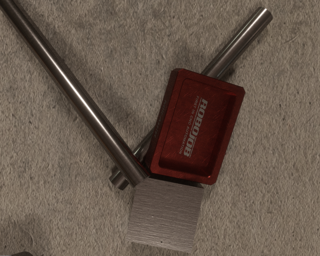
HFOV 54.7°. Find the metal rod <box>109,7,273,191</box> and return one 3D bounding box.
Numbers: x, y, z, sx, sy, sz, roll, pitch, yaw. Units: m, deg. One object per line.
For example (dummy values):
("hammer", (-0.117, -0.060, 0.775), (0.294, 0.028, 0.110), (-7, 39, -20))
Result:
("metal rod", (0.041, -0.039, 0.410), (0.025, 0.025, 0.300), (41, 90, -1))

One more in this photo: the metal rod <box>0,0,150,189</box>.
("metal rod", (-0.113, -0.053, 0.383), (0.025, 0.025, 0.300), (-38, 80, 0))

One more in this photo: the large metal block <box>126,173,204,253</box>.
("large metal block", (0.006, 0.104, 0.398), (0.080, 0.050, 0.080), (11, 90, -1))

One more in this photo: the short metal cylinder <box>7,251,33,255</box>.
("short metal cylinder", (-0.187, 0.200, 0.380), (0.050, 0.080, 0.080), (-15, 90, 0))

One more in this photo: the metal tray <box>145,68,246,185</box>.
("metal tray", (0.043, -0.001, 0.388), (0.091, 0.030, 0.129), (14, 97, -16))
